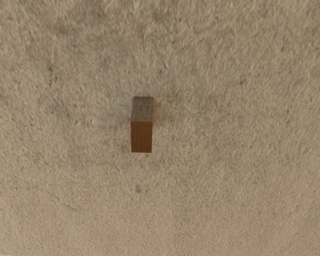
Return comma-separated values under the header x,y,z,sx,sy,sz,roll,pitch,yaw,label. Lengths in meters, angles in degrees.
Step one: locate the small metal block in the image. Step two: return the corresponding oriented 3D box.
x,y,z,sx,sy,sz,roll,pitch,yaw,label
-0.022,-0.005,0.387,0.025,0.050,0.050,2,130,-1,small metal block
